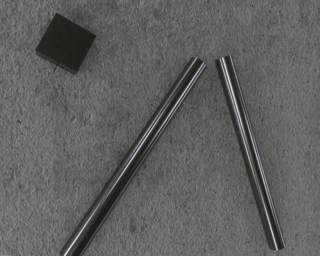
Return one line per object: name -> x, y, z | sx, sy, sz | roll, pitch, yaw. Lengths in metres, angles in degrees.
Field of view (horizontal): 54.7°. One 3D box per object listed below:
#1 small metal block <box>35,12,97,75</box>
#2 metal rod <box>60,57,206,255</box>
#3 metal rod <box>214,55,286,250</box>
small metal block -> -0.111, -0.098, 0.368 | 0.050, 0.025, 0.050 | 28, 81, -18
metal rod -> -0.028, 0.032, 0.399 | 0.025, 0.025, 0.300 | 37, 78, -17
metal rod -> 0.135, 0.040, 0.460 | 0.025, 0.025, 0.298 | -20, 97, -19
